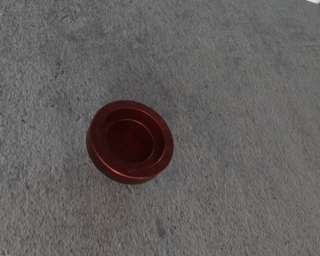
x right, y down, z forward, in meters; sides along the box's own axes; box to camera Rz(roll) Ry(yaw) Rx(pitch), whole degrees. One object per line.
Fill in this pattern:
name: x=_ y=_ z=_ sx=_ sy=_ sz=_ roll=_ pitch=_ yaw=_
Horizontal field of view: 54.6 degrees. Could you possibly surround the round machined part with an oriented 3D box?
round machined part: x=-0.037 y=0.019 z=0.361 sx=0.099 sy=0.042 sz=0.098 roll=13 pitch=56 yaw=-21
